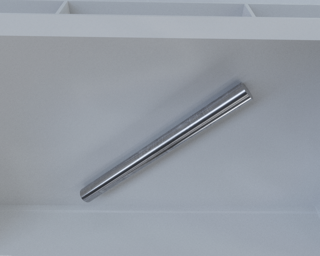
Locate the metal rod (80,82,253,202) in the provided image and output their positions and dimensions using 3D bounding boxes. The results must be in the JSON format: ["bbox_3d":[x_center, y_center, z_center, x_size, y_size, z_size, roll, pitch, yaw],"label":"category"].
[{"bbox_3d":[-0.007,0.032,0.435,0.299,0.025,0.025,-34,122,25],"label":"metal rod"}]
